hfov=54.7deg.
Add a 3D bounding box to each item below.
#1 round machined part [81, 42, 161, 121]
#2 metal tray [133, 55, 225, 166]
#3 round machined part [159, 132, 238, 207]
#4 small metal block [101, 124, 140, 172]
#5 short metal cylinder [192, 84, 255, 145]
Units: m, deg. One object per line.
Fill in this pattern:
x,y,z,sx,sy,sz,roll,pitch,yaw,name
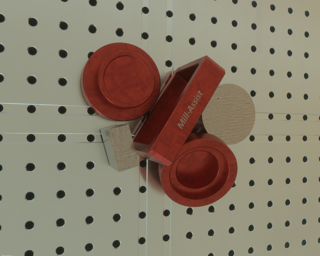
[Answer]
-0.045,-0.057,0.382,0.099,0.042,0.097,0,90,-20,round machined part
0.017,-0.021,0.380,0.030,0.090,0.130,35,79,-17,metal tray
0.047,0.050,0.405,0.099,0.042,0.097,-3,111,-8,round machined part
-0.050,0.023,0.377,0.025,0.050,0.050,-16,96,-19,small metal block
0.082,-0.018,0.425,0.081,0.050,0.079,0,90,-20,short metal cylinder
